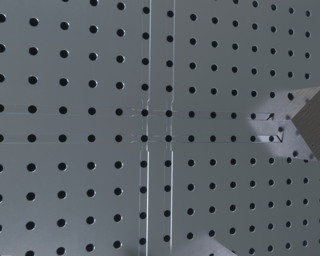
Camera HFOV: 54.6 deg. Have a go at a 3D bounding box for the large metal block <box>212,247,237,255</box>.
[{"bbox_3d":[0.087,0.230,0.431,0.080,0.050,0.080,-27,99,-18],"label":"large metal block"}]

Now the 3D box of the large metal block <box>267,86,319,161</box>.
[{"bbox_3d":[0.231,-0.007,0.484,0.080,0.050,0.080,-42,103,-15],"label":"large metal block"}]
